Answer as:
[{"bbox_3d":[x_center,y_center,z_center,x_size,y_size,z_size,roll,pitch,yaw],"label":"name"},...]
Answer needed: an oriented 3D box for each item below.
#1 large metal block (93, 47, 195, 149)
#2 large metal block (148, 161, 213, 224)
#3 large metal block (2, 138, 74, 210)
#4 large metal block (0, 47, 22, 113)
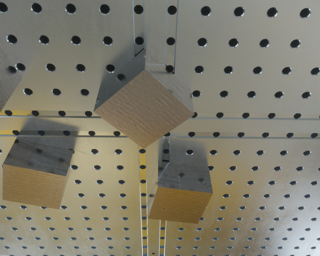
[{"bbox_3d":[-0.018,-0.033,0.367,0.080,0.050,0.080,-35,122,26],"label":"large metal block"},{"bbox_3d":[0.029,0.102,0.482,0.081,0.050,0.079,8,130,-8],"label":"large metal block"},{"bbox_3d":[-0.177,0.068,0.451,0.081,0.050,0.079,14,129,-12],"label":"large metal block"},{"bbox_3d":[-0.202,-0.058,0.323,0.050,0.080,0.080,-14,129,11],"label":"large metal block"}]
